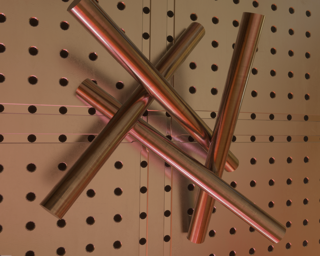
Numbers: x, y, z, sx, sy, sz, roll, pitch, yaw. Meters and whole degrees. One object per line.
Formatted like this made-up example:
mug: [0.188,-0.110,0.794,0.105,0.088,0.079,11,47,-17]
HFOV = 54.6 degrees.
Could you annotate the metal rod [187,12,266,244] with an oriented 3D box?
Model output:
metal rod: [0.077,0.014,0.388,0.025,0.025,0.298,4,109,-20]

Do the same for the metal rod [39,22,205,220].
metal rod: [-0.026,-0.029,0.362,0.025,0.025,0.301,44,61,-15]

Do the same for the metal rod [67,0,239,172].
metal rod: [0.015,-0.030,0.365,0.300,0.025,0.025,43,76,-36]

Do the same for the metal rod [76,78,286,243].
metal rod: [0.025,0.040,0.379,0.300,0.025,0.025,37,78,0]
